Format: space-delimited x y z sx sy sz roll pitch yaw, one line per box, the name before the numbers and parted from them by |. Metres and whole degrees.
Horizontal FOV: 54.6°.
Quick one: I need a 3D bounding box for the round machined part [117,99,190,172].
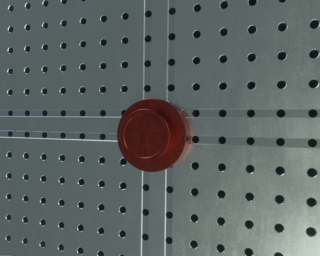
round machined part | -0.013 0.010 0.409 0.098 0.042 0.097 0 90 20
